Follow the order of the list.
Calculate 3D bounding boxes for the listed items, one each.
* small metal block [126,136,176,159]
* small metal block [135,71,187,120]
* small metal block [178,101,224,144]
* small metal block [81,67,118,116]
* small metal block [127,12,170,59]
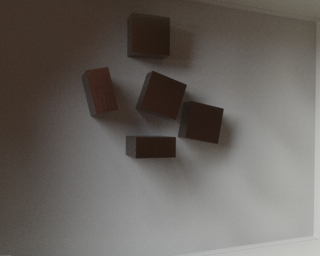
[{"bbox_3d":[-0.013,0.023,0.392,0.050,0.050,0.025,1,90,-20],"label":"small metal block"},{"bbox_3d":[0.002,-0.042,0.411,0.050,0.025,0.050,20,83,-19],"label":"small metal block"},{"bbox_3d":[0.057,-0.007,0.431,0.050,0.025,0.050,11,86,-20],"label":"small metal block"},{"bbox_3d":[-0.073,-0.042,0.370,0.025,0.050,0.050,-14,95,-19],"label":"small metal block"},{"bbox_3d":[-0.015,-0.119,0.405,0.050,0.025,0.050,0,90,-20],"label":"small metal block"}]
